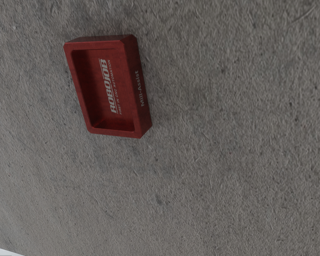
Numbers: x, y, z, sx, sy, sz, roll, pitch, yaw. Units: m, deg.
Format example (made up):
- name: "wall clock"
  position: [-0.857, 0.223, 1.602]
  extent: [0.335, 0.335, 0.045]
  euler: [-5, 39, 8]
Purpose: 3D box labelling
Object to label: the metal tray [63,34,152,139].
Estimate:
- name: "metal tray"
  position: [-0.066, -0.052, 0.406]
  extent: [0.090, 0.030, 0.129]
  euler: [5, 121, 25]
